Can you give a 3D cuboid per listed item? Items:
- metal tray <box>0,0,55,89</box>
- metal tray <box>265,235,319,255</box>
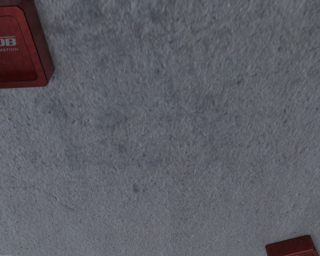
[{"bbox_3d":[-0.190,-0.086,0.327,0.131,0.030,0.089,-3,130,1],"label":"metal tray"},{"bbox_3d":[0.283,0.277,0.643,0.090,0.030,0.130,-22,127,17],"label":"metal tray"}]
